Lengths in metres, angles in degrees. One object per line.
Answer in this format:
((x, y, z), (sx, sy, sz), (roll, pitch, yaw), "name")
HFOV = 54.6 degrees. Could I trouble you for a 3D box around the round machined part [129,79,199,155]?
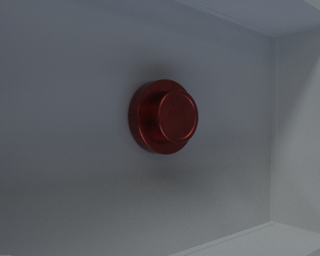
((0.012, -0.014, 0.400), (0.099, 0.042, 0.097), (0, 90, -40), "round machined part")
